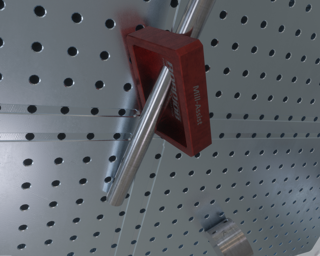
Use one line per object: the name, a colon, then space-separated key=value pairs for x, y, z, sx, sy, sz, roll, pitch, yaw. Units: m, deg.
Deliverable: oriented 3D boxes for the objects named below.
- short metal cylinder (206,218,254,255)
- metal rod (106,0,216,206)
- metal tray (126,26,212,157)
short metal cylinder: x=0.129 y=0.217 z=0.581 sx=0.050 sy=0.080 sz=0.080 roll=-29 pitch=128 yaw=-10
metal rod: x=-0.008 y=-0.018 z=0.371 sx=0.025 sy=0.025 sz=0.298 roll=6 pitch=123 yaw=-32
metal tray: x=0.012 y=-0.040 z=0.347 sx=0.030 sy=0.090 sz=0.129 roll=-31 pitch=130 yaw=-25
